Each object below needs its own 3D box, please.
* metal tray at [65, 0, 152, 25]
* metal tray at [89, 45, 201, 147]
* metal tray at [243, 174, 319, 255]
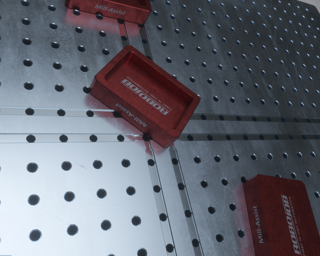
[{"bbox_3d":[-0.084,-0.221,0.495,0.131,0.030,0.090,4,60,-27],"label":"metal tray"},{"bbox_3d":[-0.017,-0.045,0.424,0.130,0.030,0.090,37,51,-4],"label":"metal tray"},{"bbox_3d":[0.167,0.132,0.417,0.091,0.030,0.130,12,57,-22],"label":"metal tray"}]
